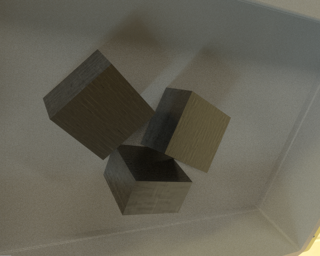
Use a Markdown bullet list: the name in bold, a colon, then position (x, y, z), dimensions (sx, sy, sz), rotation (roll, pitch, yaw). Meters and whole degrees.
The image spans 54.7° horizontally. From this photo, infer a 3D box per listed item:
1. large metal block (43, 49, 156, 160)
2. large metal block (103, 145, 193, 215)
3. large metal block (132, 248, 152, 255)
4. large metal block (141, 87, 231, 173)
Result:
- **large metal block**: position (-0.066, -0.025, 0.342), dimensions (0.080, 0.050, 0.080), rotation (-42, 130, 0)
- **large metal block**: position (-0.018, 0.066, 0.405), dimensions (0.081, 0.080, 0.050), rotation (7, 115, -32)
- **large metal block**: position (-0.041, 0.271, 0.542), dimensions (0.081, 0.050, 0.080), rotation (-22, 127, -15)
- **large metal block**: position (0.035, 0.003, 0.400), dimensions (0.080, 0.050, 0.080), rotation (28, 83, -38)
